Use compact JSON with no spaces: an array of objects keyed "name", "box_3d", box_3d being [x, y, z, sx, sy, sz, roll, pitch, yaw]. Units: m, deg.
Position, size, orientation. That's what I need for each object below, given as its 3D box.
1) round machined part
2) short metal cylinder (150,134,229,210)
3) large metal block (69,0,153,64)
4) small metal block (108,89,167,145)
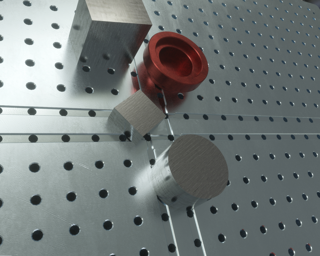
[{"name":"round machined part","box_3d":[0.020,-0.094,0.465,0.099,0.042,0.098,14,56,-21]},{"name":"short metal cylinder","box_3d":[0.035,0.054,0.378,0.081,0.050,0.080,13,56,-21]},{"name":"large metal block","box_3d":[-0.069,-0.131,0.416,0.081,0.080,0.050,-7,66,-32]},{"name":"small metal block","box_3d":[-0.029,-0.015,0.401,0.050,0.025,0.050,45,51,3]}]
